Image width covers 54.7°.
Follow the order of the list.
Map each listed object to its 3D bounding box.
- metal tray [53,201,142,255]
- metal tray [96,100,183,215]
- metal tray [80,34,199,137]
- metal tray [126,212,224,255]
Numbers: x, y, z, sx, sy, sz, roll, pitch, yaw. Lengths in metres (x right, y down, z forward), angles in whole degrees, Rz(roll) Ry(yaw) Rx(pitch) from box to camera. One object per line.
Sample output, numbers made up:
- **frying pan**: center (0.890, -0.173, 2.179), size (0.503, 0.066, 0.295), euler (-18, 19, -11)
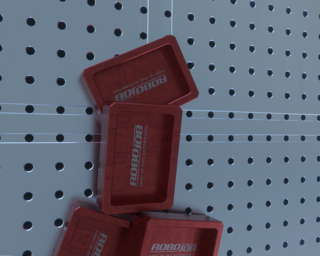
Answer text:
- **metal tray**: center (-0.085, 0.166, 0.379), size (0.091, 0.030, 0.130), euler (22, 83, -19)
- **metal tray**: center (-0.025, 0.035, 0.374), size (0.091, 0.030, 0.129), euler (2, 98, -25)
- **metal tray**: center (-0.024, -0.055, 0.401), size (0.131, 0.030, 0.090), euler (-27, 99, -18)
- **metal tray**: center (0.020, 0.159, 0.400), size (0.131, 0.030, 0.090), euler (15, 85, -36)
